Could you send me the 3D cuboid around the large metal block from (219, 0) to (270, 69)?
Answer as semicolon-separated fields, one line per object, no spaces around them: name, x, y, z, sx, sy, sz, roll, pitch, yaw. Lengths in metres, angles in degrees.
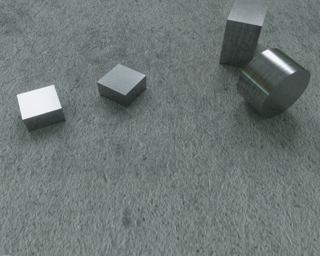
large metal block;0.135;-0.154;0.498;0.050;0.080;0.080;16;52;13

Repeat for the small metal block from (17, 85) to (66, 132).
small metal block;-0.163;-0.028;0.425;0.050;0.025;0.050;-19;53;-16

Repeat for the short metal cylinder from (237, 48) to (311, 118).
short metal cylinder;0.152;-0.060;0.419;0.081;0.080;0.050;-23;54;-18

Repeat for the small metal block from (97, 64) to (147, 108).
small metal block;-0.055;-0.063;0.456;0.050;0.025;0.050;26;55;20
